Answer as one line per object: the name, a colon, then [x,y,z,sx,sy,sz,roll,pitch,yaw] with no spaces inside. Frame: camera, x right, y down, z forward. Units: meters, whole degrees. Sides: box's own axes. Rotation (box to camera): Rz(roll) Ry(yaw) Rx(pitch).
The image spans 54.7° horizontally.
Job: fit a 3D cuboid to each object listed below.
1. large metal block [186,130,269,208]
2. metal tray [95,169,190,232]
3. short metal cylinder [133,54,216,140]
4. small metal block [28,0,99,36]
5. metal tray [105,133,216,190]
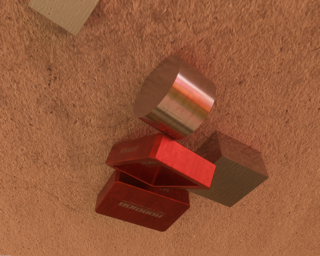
large metal block: [0.091,0.061,0.443,0.080,0.050,0.080,25,126,-20]
metal tray: [-0.028,0.120,0.506,0.131,0.030,0.089,22,127,-18]
short metal cylinder: [0.015,-0.033,0.343,0.050,0.080,0.080,32,123,-24]
small metal block: [-0.089,-0.127,0.298,0.050,0.025,0.050,31,124,-24]
metal tray: [-0.004,0.048,0.402,0.090,0.030,0.130,31,156,-24]
